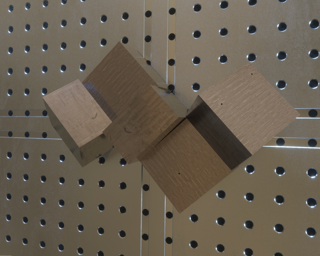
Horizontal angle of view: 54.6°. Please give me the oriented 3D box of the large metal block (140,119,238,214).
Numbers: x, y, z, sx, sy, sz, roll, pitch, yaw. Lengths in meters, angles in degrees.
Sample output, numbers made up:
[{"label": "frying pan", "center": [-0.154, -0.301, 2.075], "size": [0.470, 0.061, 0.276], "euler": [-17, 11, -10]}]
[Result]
[{"label": "large metal block", "center": [0.036, 0.045, 0.386], "size": [0.080, 0.050, 0.080], "euler": [-43, 75, 15]}]

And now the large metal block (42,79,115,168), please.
[{"label": "large metal block", "center": [-0.106, -0.004, 0.414], "size": [0.050, 0.080, 0.080], "euler": [-34, 76, -23]}]

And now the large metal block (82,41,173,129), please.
[{"label": "large metal block", "center": [-0.045, -0.054, 0.415], "size": [0.080, 0.050, 0.080], "euler": [-44, 77, 16]}]

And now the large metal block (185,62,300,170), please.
[{"label": "large metal block", "center": [0.090, -0.014, 0.345], "size": [0.080, 0.050, 0.080], "euler": [-34, 76, -24]}]

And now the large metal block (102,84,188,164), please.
[{"label": "large metal block", "center": [-0.011, -0.004, 0.387], "size": [0.080, 0.080, 0.050], "euler": [-44, 78, 15]}]
